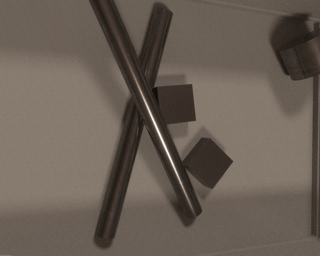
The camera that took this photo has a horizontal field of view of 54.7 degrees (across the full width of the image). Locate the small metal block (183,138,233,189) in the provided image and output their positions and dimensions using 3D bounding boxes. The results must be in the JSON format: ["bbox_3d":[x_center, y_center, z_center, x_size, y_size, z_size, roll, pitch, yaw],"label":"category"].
[{"bbox_3d":[0.066,0.049,0.436,0.050,0.025,0.050,44,76,-15],"label":"small metal block"}]

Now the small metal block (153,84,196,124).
[{"bbox_3d":[0.018,-0.031,0.418,0.050,0.025,0.050,-7,93,-20],"label":"small metal block"}]

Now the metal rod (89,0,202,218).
[{"bbox_3d":[-0.009,-0.013,0.382,0.025,0.025,0.299,-30,109,-18],"label":"metal rod"}]

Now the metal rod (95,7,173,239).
[{"bbox_3d":[-0.032,-0.010,0.399,0.025,0.025,0.299,16,84,-20],"label":"metal rod"}]

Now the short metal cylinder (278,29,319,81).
[{"bbox_3d":[0.229,-0.113,0.468,0.080,0.080,0.050,-32,101,-17],"label":"short metal cylinder"}]
